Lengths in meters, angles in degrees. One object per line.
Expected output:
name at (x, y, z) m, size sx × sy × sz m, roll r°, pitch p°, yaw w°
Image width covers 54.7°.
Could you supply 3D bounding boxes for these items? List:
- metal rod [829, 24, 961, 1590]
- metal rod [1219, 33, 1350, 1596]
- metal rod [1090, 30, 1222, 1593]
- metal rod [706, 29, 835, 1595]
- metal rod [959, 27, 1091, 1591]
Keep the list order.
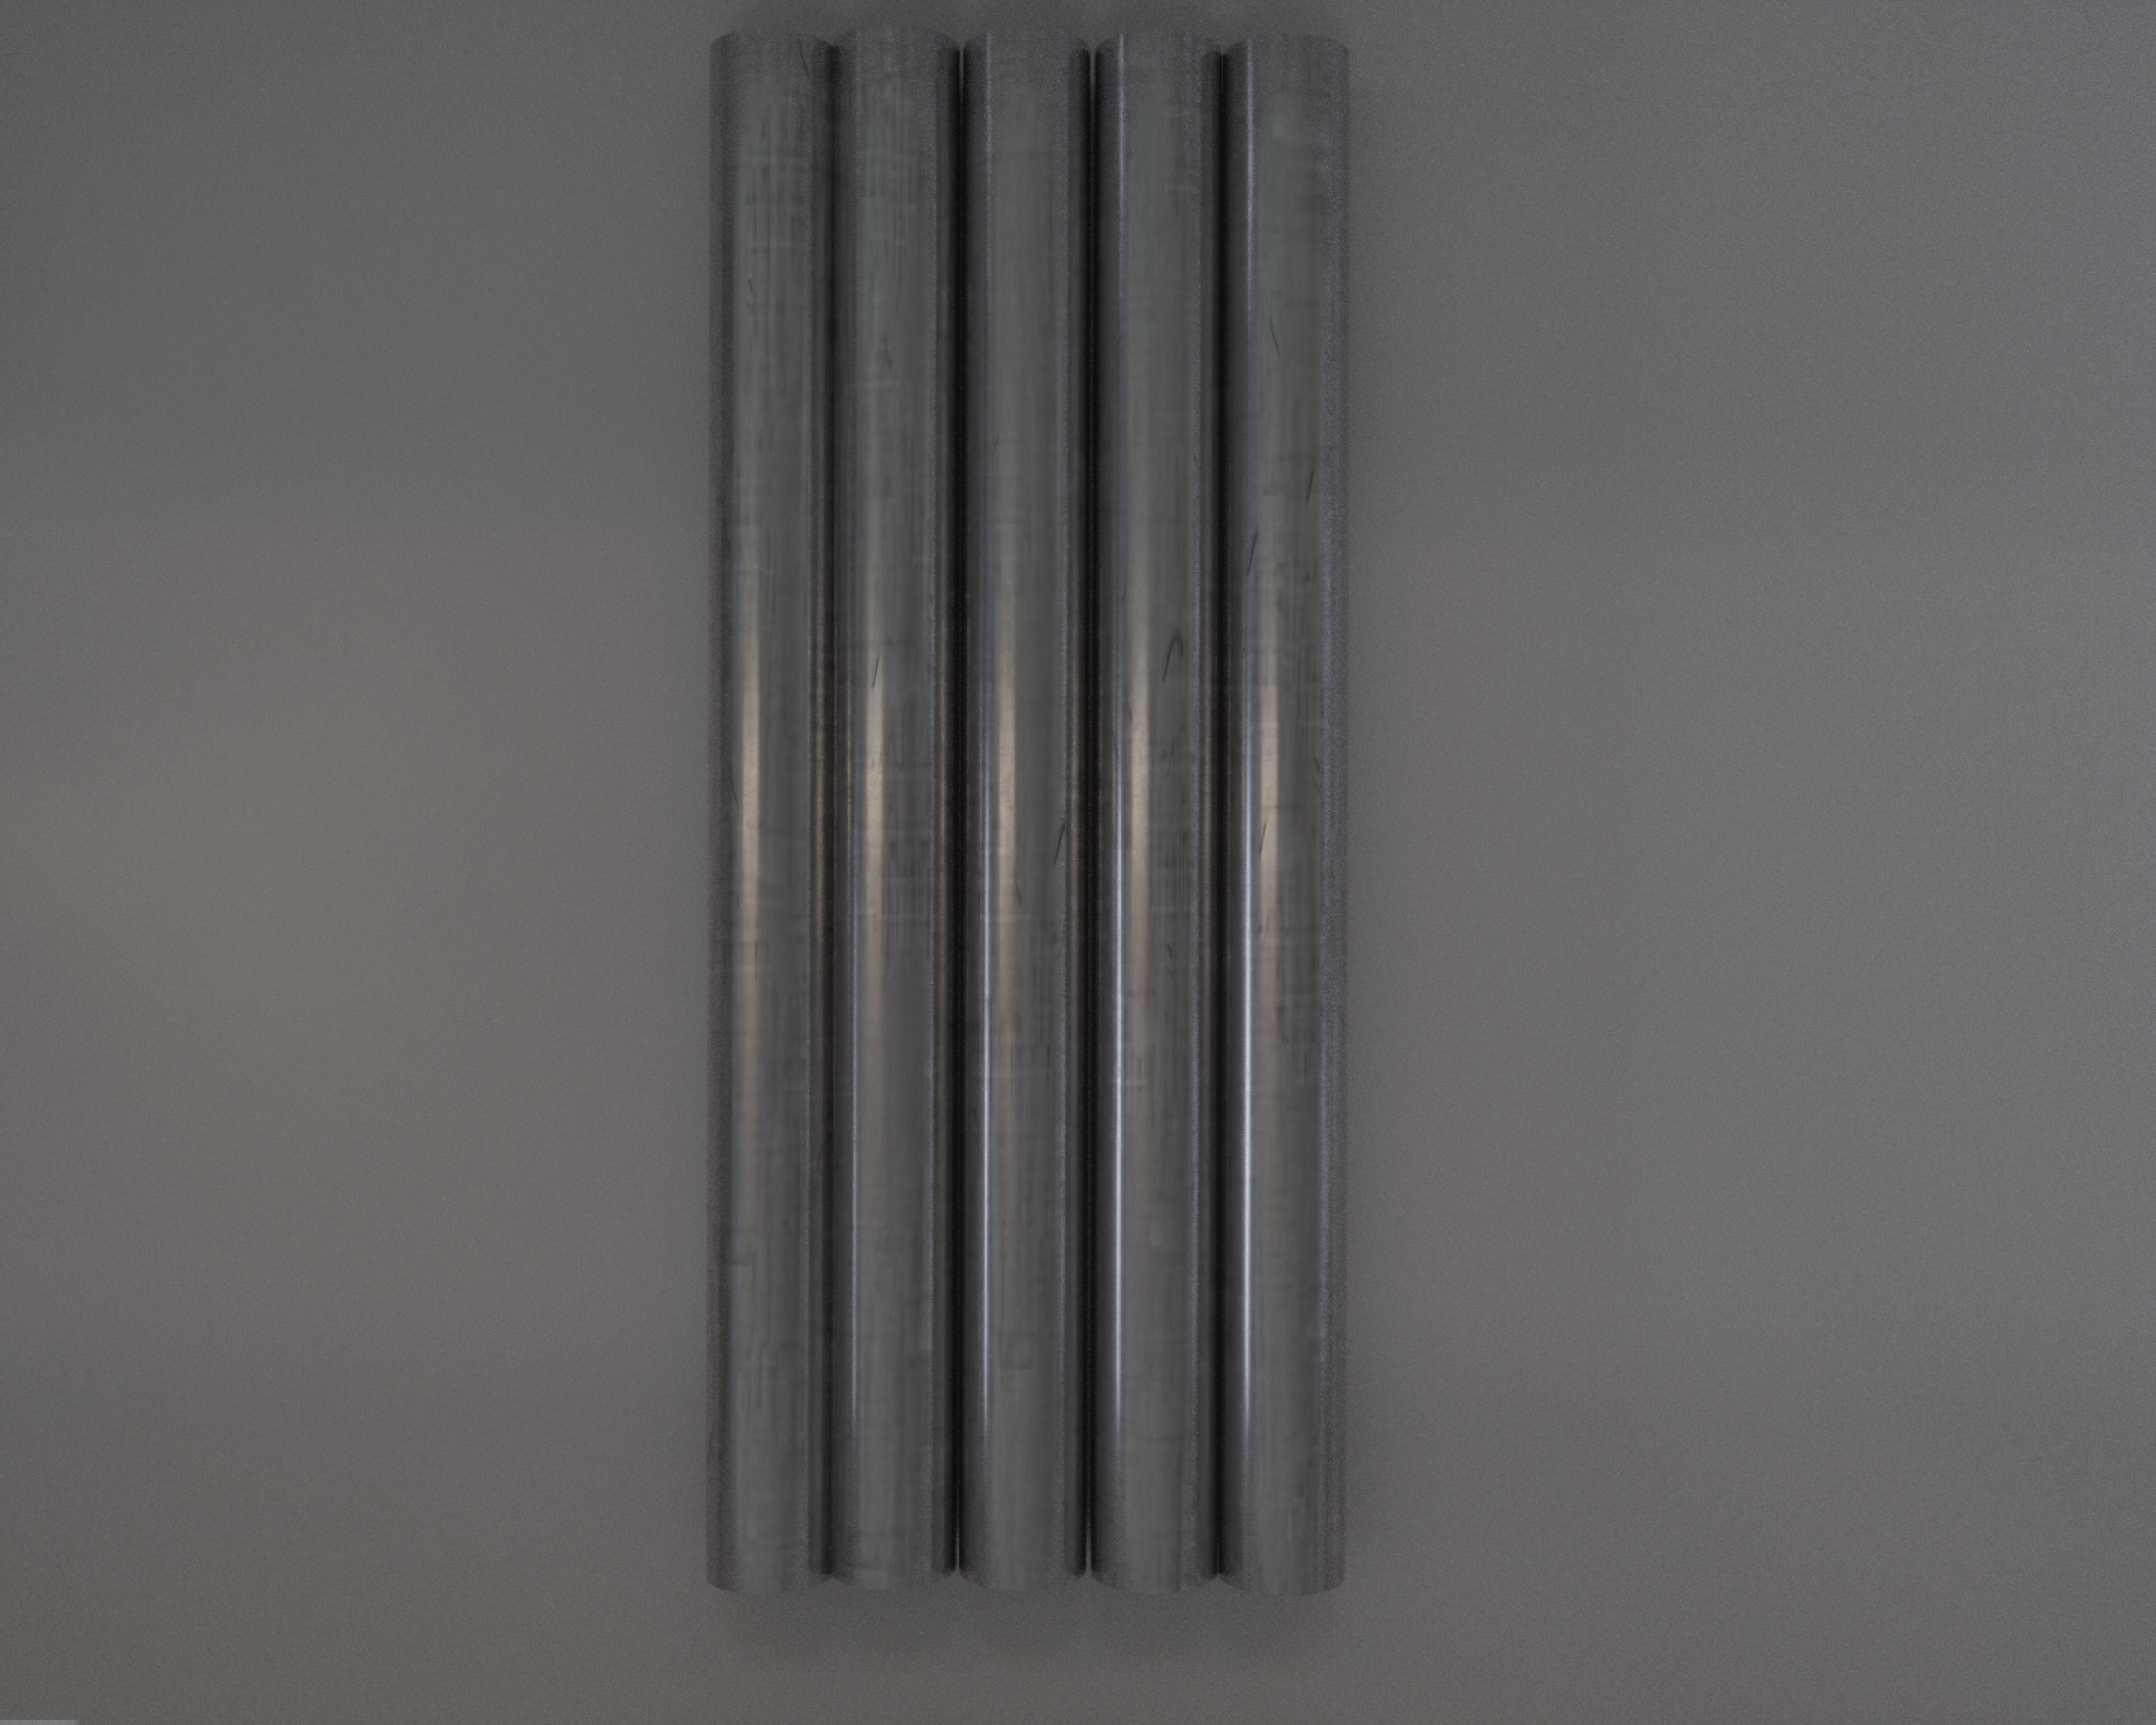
metal rod at (-0.036, -0.011, 0.410) m, size 0.025 × 0.025 × 0.298 m, roll 0°, pitch 90°, yaw 0°
metal rod at (0.040, -0.009, 0.410) m, size 0.025 × 0.025 × 0.298 m, roll 0°, pitch 90°, yaw 0°
metal rod at (0.015, -0.010, 0.410) m, size 0.025 × 0.025 × 0.298 m, roll 0°, pitch 90°, yaw 0°
metal rod at (-0.060, -0.010, 0.410) m, size 0.025 × 0.025 × 0.298 m, roll 0°, pitch 90°, yaw 0°
metal rod at (-0.010, -0.010, 0.410) m, size 0.025 × 0.025 × 0.298 m, roll 0°, pitch 90°, yaw 0°
